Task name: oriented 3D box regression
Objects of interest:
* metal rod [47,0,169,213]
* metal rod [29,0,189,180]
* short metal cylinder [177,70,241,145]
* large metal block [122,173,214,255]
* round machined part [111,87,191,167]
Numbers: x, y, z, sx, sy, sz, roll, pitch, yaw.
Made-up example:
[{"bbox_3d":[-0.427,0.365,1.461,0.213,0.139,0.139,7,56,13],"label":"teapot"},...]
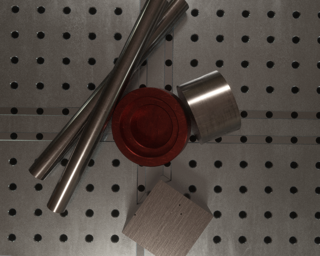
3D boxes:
[{"bbox_3d":[-0.070,-0.025,0.392,0.025,0.025,0.299,28,98,-1],"label":"metal rod"},{"bbox_3d":[-0.067,-0.054,0.412,0.025,0.025,0.300,40,90,-1],"label":"metal rod"},{"bbox_3d":[0.059,-0.025,0.387,0.050,0.080,0.080,-23,90,-1],"label":"short metal cylinder"},{"bbox_3d":[0.009,0.117,0.401,0.080,0.050,0.080,35,90,-1],"label":"large metal block"},{"bbox_3d":[-0.008,-0.003,0.395,0.098,0.042,0.097,2,97,17],"label":"round machined part"}]
